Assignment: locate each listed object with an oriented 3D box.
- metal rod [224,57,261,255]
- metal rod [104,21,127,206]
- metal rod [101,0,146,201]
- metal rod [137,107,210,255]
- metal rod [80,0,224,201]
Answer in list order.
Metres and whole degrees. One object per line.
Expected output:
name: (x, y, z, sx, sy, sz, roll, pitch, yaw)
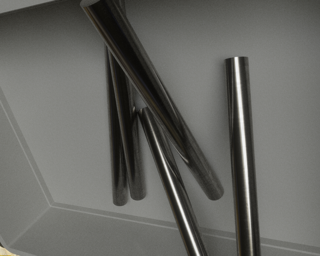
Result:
metal rod: (0.091, 0.076, 0.331, 0.025, 0.025, 0.298, -3, 93, 29)
metal rod: (-0.060, -0.003, 0.438, 0.025, 0.025, 0.298, 16, 125, 19)
metal rod: (-0.042, -0.015, 0.406, 0.025, 0.025, 0.298, 13, 129, 21)
metal rod: (0.032, 0.113, 0.376, 0.025, 0.025, 0.299, -29, 75, 37)
metal rod: (0.014, -0.003, 0.324, 0.025, 0.025, 0.300, -3, 141, 29)
